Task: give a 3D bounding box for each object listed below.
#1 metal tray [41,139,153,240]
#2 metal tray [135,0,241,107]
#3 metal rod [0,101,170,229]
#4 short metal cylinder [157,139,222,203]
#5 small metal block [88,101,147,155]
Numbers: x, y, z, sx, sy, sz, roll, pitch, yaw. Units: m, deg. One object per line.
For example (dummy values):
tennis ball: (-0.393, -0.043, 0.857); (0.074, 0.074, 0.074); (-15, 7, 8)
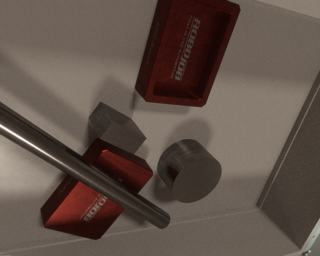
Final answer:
metal tray: (-0.083, 0.085, 0.414); (0.090, 0.030, 0.130); (33, 100, -39)
metal tray: (0.031, -0.092, 0.366); (0.091, 0.030, 0.129); (3, 117, -30)
metal rod: (-0.079, 0.056, 0.361); (0.025, 0.025, 0.300); (-44, 129, 2)
short metal cylinder: (0.043, 0.063, 0.457); (0.081, 0.050, 0.079); (-14, 125, -21)
small metal block: (-0.051, 0.000, 0.366); (0.050, 0.050, 0.025); (30, 101, -38)
